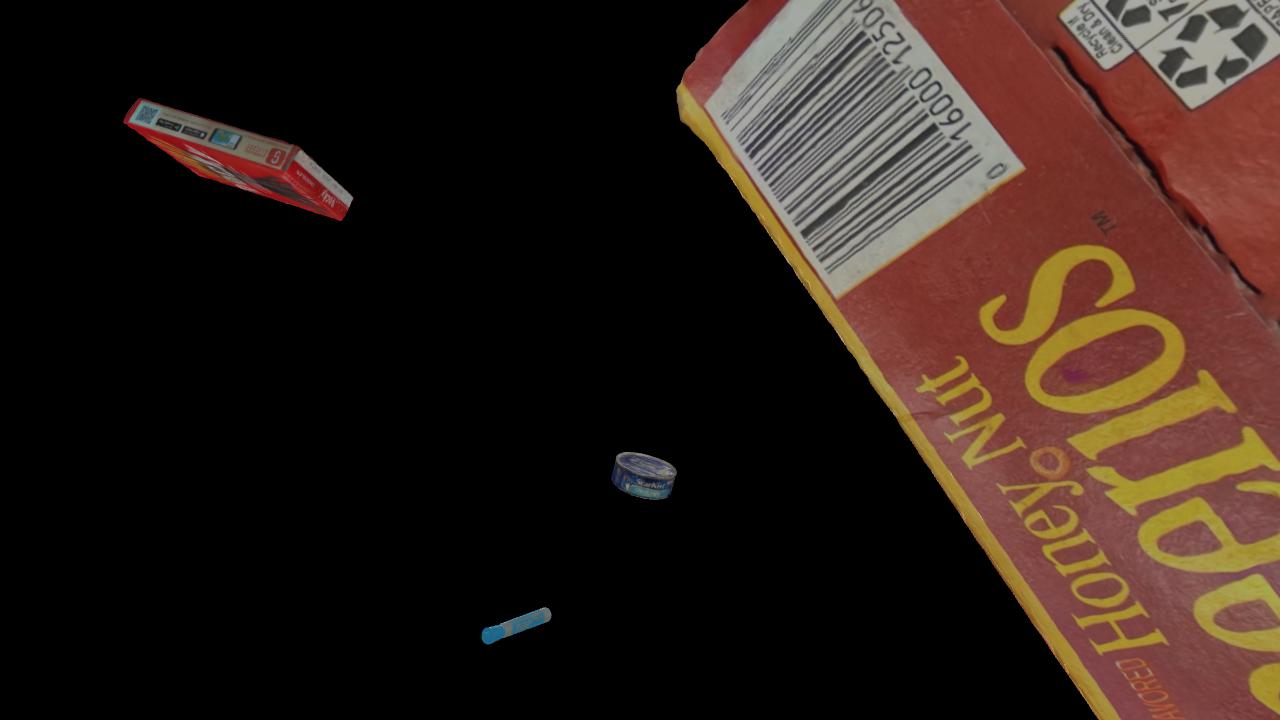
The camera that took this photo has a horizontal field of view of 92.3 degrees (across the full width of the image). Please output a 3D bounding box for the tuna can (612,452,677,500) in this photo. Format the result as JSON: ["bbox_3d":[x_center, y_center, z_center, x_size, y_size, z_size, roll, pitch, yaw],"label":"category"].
[{"bbox_3d":[0.005,0.154,0.821,0.084,0.034,0.084,14,9,-2],"label":"tuna can"}]

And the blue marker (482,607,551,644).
[{"bbox_3d":[-0.154,0.332,0.769,0.020,0.020,0.121,0,-8,28],"label":"blue marker"}]

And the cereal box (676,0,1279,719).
[{"bbox_3d":[0.166,-0.012,0.187,0.081,0.203,0.306,-39,-12,37],"label":"cereal box"}]

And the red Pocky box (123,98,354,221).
[{"bbox_3d":[-0.330,-0.164,0.513,0.155,0.028,0.083,18,-11,9],"label":"red Pocky box"}]
